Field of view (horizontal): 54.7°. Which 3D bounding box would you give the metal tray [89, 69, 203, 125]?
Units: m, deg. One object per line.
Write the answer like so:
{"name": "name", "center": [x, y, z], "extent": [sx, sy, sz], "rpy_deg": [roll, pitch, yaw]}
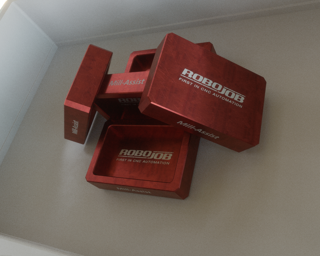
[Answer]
{"name": "metal tray", "center": [-0.020, -0.032, 0.392], "extent": [0.130, 0.090, 0.030], "rpy_deg": [1, 62, 28]}

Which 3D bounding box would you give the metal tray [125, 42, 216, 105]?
{"name": "metal tray", "center": [0.010, -0.071, 0.439], "extent": [0.130, 0.030, 0.090], "rpy_deg": [0, 62, 27]}

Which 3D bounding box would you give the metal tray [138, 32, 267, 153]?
{"name": "metal tray", "center": [0.051, -0.037, 0.341], "extent": [0.030, 0.131, 0.090], "rpy_deg": [-40, 31, 61]}

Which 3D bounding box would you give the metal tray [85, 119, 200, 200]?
{"name": "metal tray", "center": [-0.022, 0.035, 0.388], "extent": [0.130, 0.030, 0.090], "rpy_deg": [1, 62, 28]}

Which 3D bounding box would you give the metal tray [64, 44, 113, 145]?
{"name": "metal tray", "center": [-0.100, -0.040, 0.422], "extent": [0.030, 0.129, 0.090], "rpy_deg": [19, 65, -9]}
